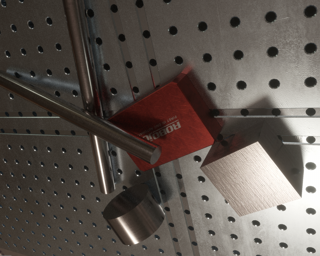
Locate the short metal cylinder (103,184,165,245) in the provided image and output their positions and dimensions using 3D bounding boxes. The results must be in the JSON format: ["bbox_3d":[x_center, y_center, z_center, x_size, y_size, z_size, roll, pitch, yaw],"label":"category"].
[{"bbox_3d":[-0.040,0.131,0.476,0.080,0.080,0.050,-20,108,35],"label":"short metal cylinder"}]

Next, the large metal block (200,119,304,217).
[{"bbox_3d":[0.109,0.049,0.367,0.080,0.050,0.080,-33,101,38],"label":"large metal block"}]

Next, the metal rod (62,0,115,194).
[{"bbox_3d":[-0.095,-0.027,0.442,0.025,0.025,0.298,10,123,22],"label":"metal rod"}]

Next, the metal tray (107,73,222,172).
[{"bbox_3d":[0.001,-0.002,0.405,0.130,0.030,0.090,-26,104,37],"label":"metal tray"}]

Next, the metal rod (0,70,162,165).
[{"bbox_3d":[-0.130,-0.024,0.434,0.301,0.025,0.025,24,128,24],"label":"metal rod"}]
